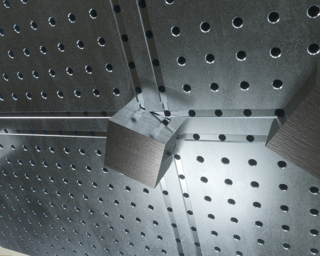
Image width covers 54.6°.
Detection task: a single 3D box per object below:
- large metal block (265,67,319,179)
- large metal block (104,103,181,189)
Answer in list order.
[{"bbox_3d":[0.166,0.000,0.308,0.080,0.050,0.080,32,129,7],"label":"large metal block"},{"bbox_3d":[-0.026,0.024,0.424,0.080,0.050,0.079,23,127,14],"label":"large metal block"}]
